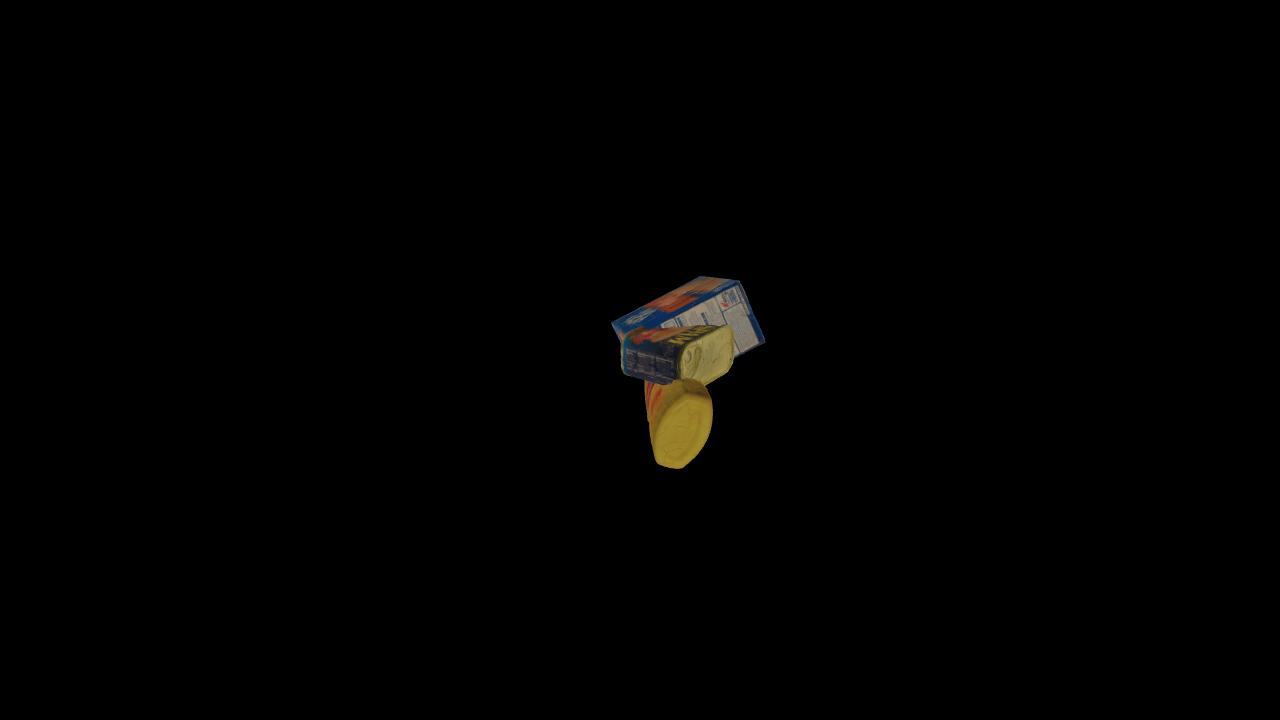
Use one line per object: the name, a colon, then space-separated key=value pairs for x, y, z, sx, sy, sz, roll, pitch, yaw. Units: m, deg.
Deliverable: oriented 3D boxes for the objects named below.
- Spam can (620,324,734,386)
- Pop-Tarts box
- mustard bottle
Spam can: x=0.041 y=-0.009 z=0.675 sx=0.085 sy=0.058 sz=0.101 roll=14 pitch=26 yaw=38
Pop-Tarts box: x=0.052 y=-0.036 z=0.759 sx=0.141 sy=0.083 sz=0.167 roll=-28 pitch=12 yaw=-4
mustard bottle: x=0.036 y=0.035 z=0.689 sx=0.054 sy=0.092 sz=0.184 roll=10 pitch=24 yaw=-10
